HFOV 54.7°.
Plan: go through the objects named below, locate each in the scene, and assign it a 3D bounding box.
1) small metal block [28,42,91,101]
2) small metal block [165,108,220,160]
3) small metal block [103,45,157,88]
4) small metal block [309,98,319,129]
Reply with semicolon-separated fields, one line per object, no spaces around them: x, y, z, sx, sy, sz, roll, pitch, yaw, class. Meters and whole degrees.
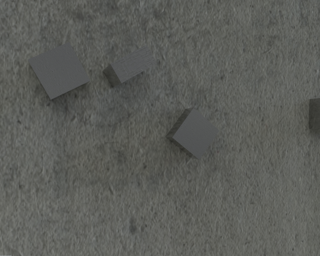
-0.119;-0.066;0.366;0.050;0.025;0.050;-30;100;-18;small metal block
0.045;0.008;0.427;0.050;0.025;0.050;40;77;-16;small metal block
-0.038;-0.075;0.382;0.050;0.050;0.025;-33;101;-17;small metal block
0.277;-0.023;0.514;0.050;0.025;0.050;1;90;-21;small metal block
